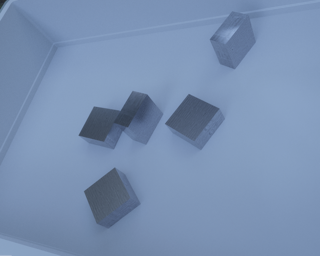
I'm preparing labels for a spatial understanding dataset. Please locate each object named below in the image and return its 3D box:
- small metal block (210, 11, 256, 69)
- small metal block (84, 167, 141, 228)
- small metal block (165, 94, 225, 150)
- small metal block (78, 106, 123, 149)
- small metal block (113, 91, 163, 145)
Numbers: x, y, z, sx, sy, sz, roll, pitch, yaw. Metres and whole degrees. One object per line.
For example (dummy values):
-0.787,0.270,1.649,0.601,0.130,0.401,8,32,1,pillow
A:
0.097,-0.115,0.409,0.025,0.050,0.050,31,79,38,small metal block
-0.060,0.086,0.384,0.050,0.025,0.050,-38,51,2,small metal block
0.044,-0.008,0.388,0.050,0.025,0.050,32,79,38,small metal block
-0.082,-0.001,0.449,0.050,0.025,0.050,11,67,32,small metal block
-0.027,-0.013,0.412,0.025,0.050,0.050,17,71,35,small metal block
